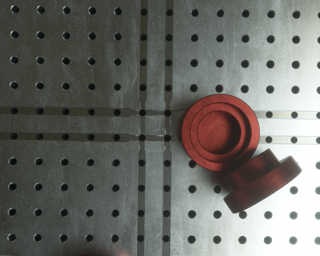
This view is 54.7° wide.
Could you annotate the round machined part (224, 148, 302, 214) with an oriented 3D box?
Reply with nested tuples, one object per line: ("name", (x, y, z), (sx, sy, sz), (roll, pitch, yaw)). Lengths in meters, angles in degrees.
("round machined part", (0.118, 0.060, 0.381), (0.098, 0.098, 0.042), (-33, 76, 0))

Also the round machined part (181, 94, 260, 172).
("round machined part", (0.075, 0.006, 0.406), (0.099, 0.042, 0.097), (0, 90, -1))
